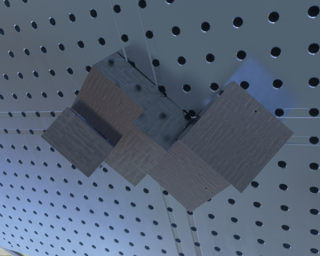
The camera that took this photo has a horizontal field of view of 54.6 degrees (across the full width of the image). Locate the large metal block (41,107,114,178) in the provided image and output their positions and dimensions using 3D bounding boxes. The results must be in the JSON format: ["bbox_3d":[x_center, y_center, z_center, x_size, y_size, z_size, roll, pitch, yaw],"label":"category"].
[{"bbox_3d":[-0.104,0.018,0.433,0.080,0.080,0.050,41,91,-1],"label":"large metal block"}]

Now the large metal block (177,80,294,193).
[{"bbox_3d":[0.077,0.009,0.333,0.080,0.050,0.080,41,89,-1],"label":"large metal block"}]

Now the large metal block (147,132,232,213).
[{"bbox_3d":[0.042,0.050,0.404,0.080,0.050,0.080,43,129,1],"label":"large metal block"}]

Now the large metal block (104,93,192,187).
[{"bbox_3d":[-0.014,0.014,0.392,0.050,0.080,0.080,40,129,-1],"label":"large metal block"}]

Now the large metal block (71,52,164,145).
[{"bbox_3d":[-0.056,-0.036,0.403,0.080,0.050,0.080,41,131,-1],"label":"large metal block"}]
